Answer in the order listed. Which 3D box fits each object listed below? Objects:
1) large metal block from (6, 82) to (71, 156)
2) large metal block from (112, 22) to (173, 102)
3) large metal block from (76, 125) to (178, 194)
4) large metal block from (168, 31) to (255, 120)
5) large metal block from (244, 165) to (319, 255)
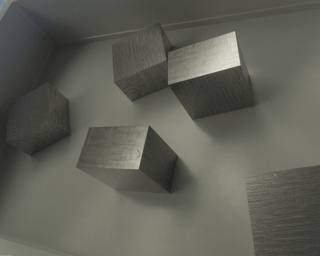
[{"bbox_3d":[-0.196,-0.014,0.502,0.080,0.050,0.080,-26,53,12],"label":"large metal block"},{"bbox_3d":[-0.022,-0.097,0.461,0.080,0.050,0.080,-20,54,16],"label":"large metal block"},{"bbox_3d":[-0.035,0.039,0.365,0.080,0.080,0.050,-2,61,27],"label":"large metal block"},{"bbox_3d":[0.063,-0.059,0.373,0.080,0.080,0.050,-13,57,21],"label":"large metal block"},{"bbox_3d":[0.125,0.082,0.273,0.080,0.050,0.080,-13,56,21],"label":"large metal block"}]
